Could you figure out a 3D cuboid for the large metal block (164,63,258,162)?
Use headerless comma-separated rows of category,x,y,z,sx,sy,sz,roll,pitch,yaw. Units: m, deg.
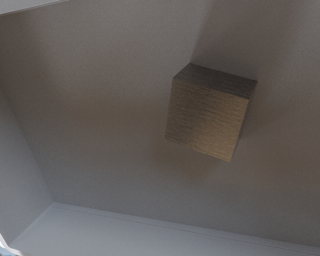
large metal block,0.056,-0.019,0.352,0.080,0.050,0.079,19,126,17
